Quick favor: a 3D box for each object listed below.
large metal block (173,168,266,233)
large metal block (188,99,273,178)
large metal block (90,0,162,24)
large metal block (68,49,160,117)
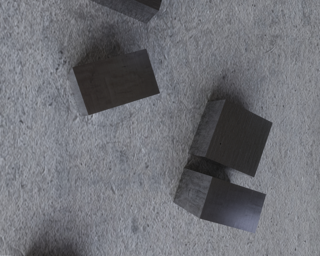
[{"bbox_3d":[0.075,0.093,0.408,0.080,0.080,0.050,20,84,-19],"label":"large metal block"},{"bbox_3d":[0.097,0.015,0.431,0.080,0.050,0.080,23,82,-19],"label":"large metal block"},{"bbox_3d":[-0.036,-0.189,0.382,0.081,0.050,0.080,17,84,-19],"label":"large metal block"},{"bbox_3d":[-0.057,-0.049,0.359,0.081,0.080,0.050,-19,97,-19],"label":"large metal block"}]
